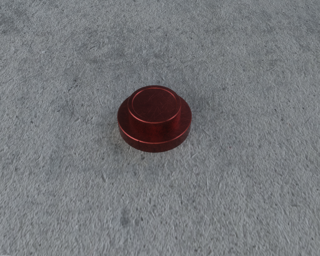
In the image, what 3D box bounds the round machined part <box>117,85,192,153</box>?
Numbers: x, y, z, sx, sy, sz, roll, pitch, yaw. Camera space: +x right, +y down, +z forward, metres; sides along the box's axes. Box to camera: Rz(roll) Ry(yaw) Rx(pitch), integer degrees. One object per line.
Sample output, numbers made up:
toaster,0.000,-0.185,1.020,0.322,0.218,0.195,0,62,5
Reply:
round machined part,-0.007,-0.019,0.409,0.099,0.042,0.098,0,50,0
